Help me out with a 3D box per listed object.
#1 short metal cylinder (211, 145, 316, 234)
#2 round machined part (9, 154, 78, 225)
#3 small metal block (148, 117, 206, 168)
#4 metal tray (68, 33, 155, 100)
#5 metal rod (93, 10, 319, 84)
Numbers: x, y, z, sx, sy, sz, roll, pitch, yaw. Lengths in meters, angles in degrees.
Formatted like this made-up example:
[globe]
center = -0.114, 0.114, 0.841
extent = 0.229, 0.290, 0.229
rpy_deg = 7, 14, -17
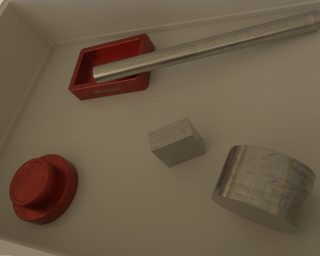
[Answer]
[short metal cylinder]
center = 0.094, 0.057, 0.286
extent = 0.080, 0.080, 0.050
rpy_deg = 14, 69, 33
[round machined part]
center = -0.168, 0.081, 0.431
extent = 0.098, 0.042, 0.098
rpy_deg = -13, 56, 20
[small metal block]
center = 0.021, 0.018, 0.366
extent = 0.050, 0.050, 0.025
rpy_deg = -23, 54, 14
[metal tray]
center = -0.078, -0.097, 0.500
extent = 0.130, 0.030, 0.090
rpy_deg = -6, 59, 24
[metal rod]
center = 0.052, -0.106, 0.417
extent = 0.301, 0.025, 0.025
rpy_deg = -11, 57, 12
